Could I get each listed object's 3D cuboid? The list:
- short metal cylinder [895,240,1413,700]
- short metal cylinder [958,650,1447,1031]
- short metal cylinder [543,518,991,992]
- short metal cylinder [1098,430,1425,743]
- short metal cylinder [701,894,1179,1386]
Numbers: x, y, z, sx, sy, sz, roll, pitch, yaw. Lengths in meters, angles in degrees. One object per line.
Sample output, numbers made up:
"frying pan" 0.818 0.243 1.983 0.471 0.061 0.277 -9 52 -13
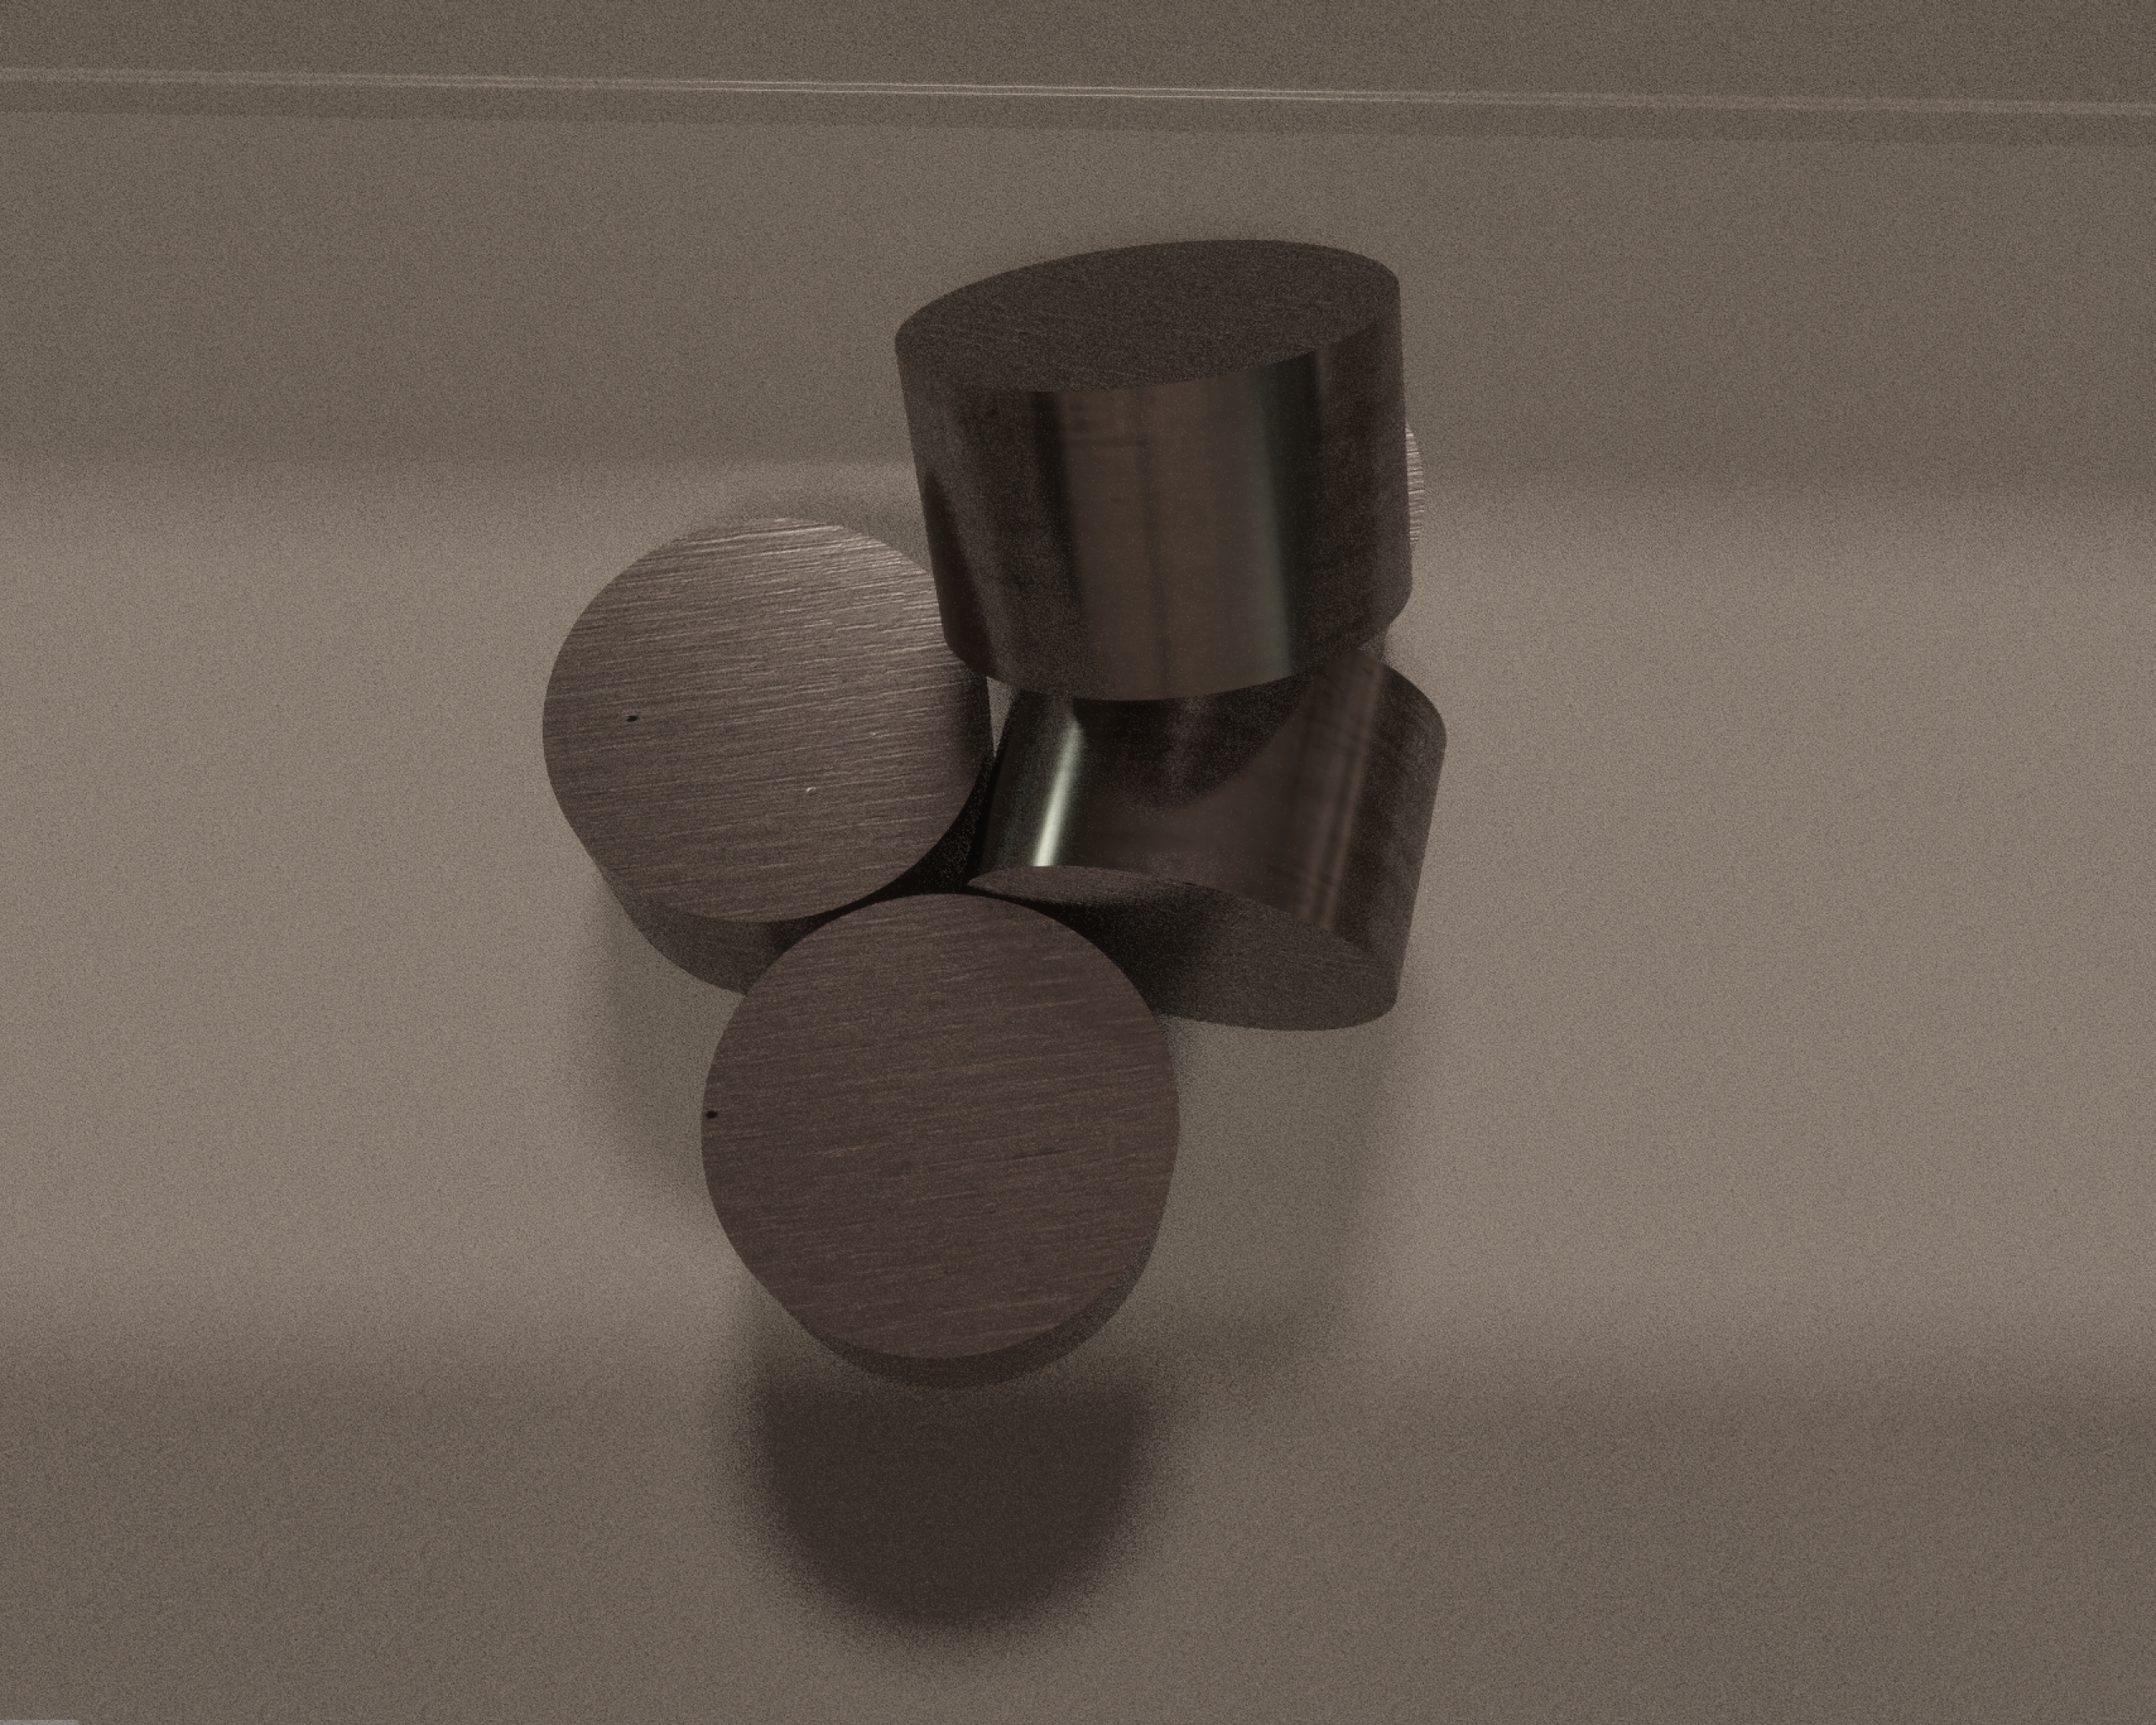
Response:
"short metal cylinder" 0.014 -0.067 0.345 0.080 0.050 0.080 -6 30 4
"short metal cylinder" 0.023 -0.006 0.382 0.080 0.080 0.050 13 71 4
"short metal cylinder" -0.056 -0.019 0.400 0.081 0.050 0.080 0 70 0
"short metal cylinder" 0.025 -0.063 0.418 0.081 0.050 0.080 0 70 0
"short metal cylinder" -0.023 0.051 0.375 0.081 0.050 0.080 0 70 0
